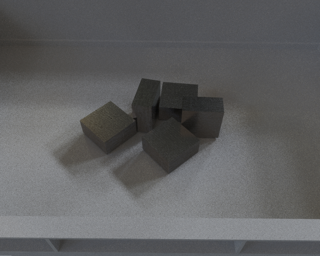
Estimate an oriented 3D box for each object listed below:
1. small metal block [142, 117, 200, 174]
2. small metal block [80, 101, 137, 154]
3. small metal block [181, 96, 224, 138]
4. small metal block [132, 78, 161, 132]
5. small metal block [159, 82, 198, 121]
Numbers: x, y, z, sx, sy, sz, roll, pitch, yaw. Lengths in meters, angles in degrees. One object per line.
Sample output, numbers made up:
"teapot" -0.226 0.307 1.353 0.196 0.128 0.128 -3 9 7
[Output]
"small metal block" 0.013 0.021 0.385 0.050 0.025 0.050 -33 58 -25
"small metal block" -0.067 -0.002 0.403 0.050 0.025 0.050 38 59 27
"small metal block" 0.052 -0.013 0.398 0.050 0.050 0.025 2 50 1
"small metal block" -0.017 -0.029 0.410 0.025 0.050 0.050 10 51 8
"small metal block" 0.026 -0.037 0.434 0.050 0.025 0.050 5 50 4
